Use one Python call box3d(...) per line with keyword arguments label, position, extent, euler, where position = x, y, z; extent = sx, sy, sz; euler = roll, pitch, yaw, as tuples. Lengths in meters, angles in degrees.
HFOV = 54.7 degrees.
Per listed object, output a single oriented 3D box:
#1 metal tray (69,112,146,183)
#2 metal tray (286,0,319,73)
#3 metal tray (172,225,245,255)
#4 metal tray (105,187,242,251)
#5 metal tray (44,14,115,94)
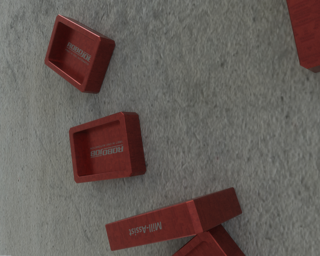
box3d(label="metal tray", position=(-0.083, 0.032, 0.467), extent=(0.130, 0.030, 0.090), euler=(-14, 81, 38))
box3d(label="metal tray", position=(0.160, -0.124, 0.269), extent=(0.090, 0.030, 0.129), euler=(-14, 81, 38))
box3d(label="metal tray", position=(0.047, 0.182, 0.357), extent=(0.090, 0.030, 0.129), euler=(52, 120, 22))
box3d(label="metal tray", position=(0.014, 0.103, 0.349), extent=(0.130, 0.091, 0.030), euler=(-26, 74, 36))
box3d(label="metal tray", position=(-0.136, -0.123, 0.510), extent=(0.130, 0.030, 0.089), euler=(35, 111, 34))
